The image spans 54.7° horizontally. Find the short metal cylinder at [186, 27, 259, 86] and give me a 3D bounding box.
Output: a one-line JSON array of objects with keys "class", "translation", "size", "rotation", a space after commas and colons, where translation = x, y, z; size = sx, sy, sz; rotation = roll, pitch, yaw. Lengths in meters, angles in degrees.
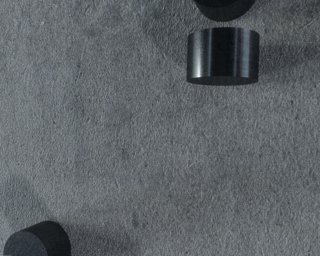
[{"class": "short metal cylinder", "translation": [0.071, -0.078, 0.354], "size": [0.080, 0.080, 0.050], "rotation": [2, 91, 20]}]

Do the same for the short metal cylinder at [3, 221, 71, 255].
[{"class": "short metal cylinder", "translation": [-0.181, 0.185, 0.460], "size": [0.080, 0.050, 0.080], "rotation": [0, 90, 20]}]

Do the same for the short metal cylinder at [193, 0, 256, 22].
[{"class": "short metal cylinder", "translation": [0.075, -0.174, 0.369], "size": [0.080, 0.050, 0.080], "rotation": [0, 90, 20]}]
